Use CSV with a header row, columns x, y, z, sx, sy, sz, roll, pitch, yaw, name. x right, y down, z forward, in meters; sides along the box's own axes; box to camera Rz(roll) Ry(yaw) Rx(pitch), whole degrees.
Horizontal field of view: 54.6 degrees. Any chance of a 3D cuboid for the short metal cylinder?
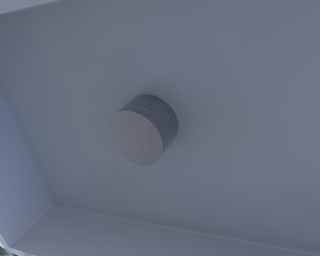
x,y,z,sx,sy,sz,roll,pitch,yaw,name
-0.022,0.002,0.406,0.080,0.050,0.080,13,124,21,short metal cylinder
